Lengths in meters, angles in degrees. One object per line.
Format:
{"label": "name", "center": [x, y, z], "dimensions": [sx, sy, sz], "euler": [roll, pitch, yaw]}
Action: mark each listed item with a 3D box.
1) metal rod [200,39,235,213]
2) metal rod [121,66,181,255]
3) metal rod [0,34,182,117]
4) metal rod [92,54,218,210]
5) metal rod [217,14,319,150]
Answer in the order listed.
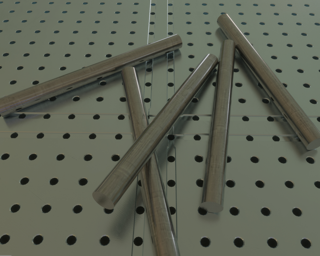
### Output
{"label": "metal rod", "center": [0.086, -0.027, 0.430], "dimensions": [0.025, 0.025, 0.300], "euler": [9, 50, 7]}
{"label": "metal rod", "center": [-0.018, 0.027, 0.384], "dimensions": [0.025, 0.025, 0.300], "euler": [-9, 51, -7]}
{"label": "metal rod", "center": [-0.096, -0.088, 0.481], "dimensions": [0.302, 0.025, 0.025], "euler": [-26, 55, -20]}
{"label": "metal rod", "center": [0.014, -0.019, 0.399], "dimensions": [0.025, 0.025, 0.301], "euler": [22, 46, 17]}
{"label": "metal rod", "center": [0.157, -0.091, 0.484], "dimensions": [0.025, 0.025, 0.300], "euler": [-12, 51, -10]}
